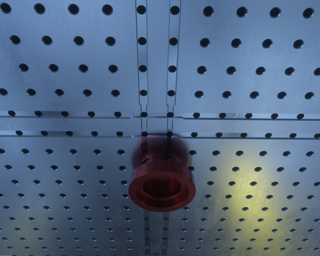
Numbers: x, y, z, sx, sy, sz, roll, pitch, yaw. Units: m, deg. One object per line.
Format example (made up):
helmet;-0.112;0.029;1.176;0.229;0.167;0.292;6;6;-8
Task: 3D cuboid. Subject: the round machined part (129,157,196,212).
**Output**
round machined part;0.003;0.081;0.470;0.099;0.042;0.097;0;130;0
